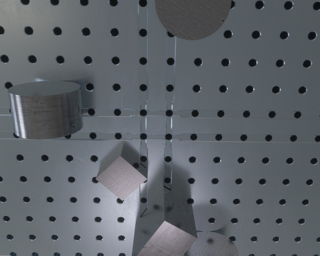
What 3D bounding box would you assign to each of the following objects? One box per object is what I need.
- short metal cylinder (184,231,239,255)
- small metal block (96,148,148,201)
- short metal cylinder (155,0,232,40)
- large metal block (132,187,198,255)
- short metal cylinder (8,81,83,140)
[{"bbox_3d":[0.073,0.200,0.459,0.081,0.080,0.050,1,110,-1],"label":"short metal cylinder"},{"bbox_3d":[-0.053,0.066,0.437,0.050,0.025,0.050,-43,105,14],"label":"small metal block"},{"bbox_3d":[0.035,-0.142,0.348,0.081,0.050,0.079,0,110,0],"label":"short metal cylinder"},{"bbox_3d":[0.005,0.145,0.438,0.050,0.080,0.080,32,107,-11],"label":"large metal block"},{"bbox_3d":[-0.136,-0.024,0.374,0.081,0.080,0.050,1,110,-1],"label":"short metal cylinder"}]
